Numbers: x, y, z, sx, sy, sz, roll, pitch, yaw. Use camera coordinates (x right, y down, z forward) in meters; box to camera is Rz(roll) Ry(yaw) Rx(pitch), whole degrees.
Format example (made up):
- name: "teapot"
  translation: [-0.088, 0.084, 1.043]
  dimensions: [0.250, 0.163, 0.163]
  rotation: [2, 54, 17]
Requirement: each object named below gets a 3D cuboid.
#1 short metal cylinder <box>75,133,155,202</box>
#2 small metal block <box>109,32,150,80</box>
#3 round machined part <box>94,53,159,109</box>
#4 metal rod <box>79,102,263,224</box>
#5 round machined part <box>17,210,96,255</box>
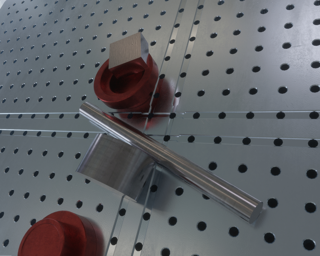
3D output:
- name: "short metal cylinder"
  translation: [-0.053, 0.048, 0.371]
  dimensions: [0.080, 0.080, 0.050]
  rotation: [14, 69, 34]
- name: "small metal block"
  translation: [-0.044, -0.103, 0.440]
  dimensions: [0.050, 0.025, 0.050]
  rotation: [-16, 55, 19]
- name: "round machined part"
  translation: [-0.046, -0.069, 0.464]
  dimensions: [0.098, 0.042, 0.098]
  rotation: [-13, 56, 21]
- name: "metal rod"
  translation: [-0.010, 0.027, 0.396]
  dimensions: [0.300, 0.025, 0.025]
  rotation: [28, 77, 37]
- name: "round machined part"
  translation: [-0.131, 0.148, 0.375]
  dimensions: [0.098, 0.042, 0.098]
  rotation: [-13, 56, 21]
